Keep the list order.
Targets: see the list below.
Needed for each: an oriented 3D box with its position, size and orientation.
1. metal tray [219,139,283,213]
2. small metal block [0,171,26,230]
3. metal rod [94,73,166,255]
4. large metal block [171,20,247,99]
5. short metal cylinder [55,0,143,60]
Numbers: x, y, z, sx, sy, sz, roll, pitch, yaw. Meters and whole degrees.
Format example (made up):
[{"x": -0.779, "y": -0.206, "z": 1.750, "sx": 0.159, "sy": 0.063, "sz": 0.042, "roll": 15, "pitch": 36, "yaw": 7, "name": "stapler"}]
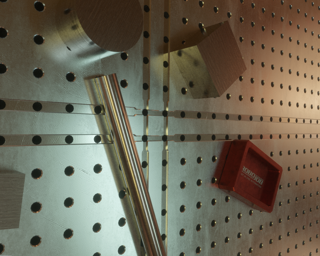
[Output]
[{"x": 0.164, "y": 0.087, "z": 0.546, "sx": 0.130, "sy": 0.030, "sz": 0.090, "roll": 33, "pitch": 69, "yaw": -35, "name": "metal tray"}, {"x": -0.155, "y": 0.065, "z": 0.280, "sx": 0.050, "sy": 0.025, "sz": 0.050, "roll": 9, "pitch": 85, "yaw": -40, "name": "small metal block"}, {"x": -0.027, "y": 0.081, "z": 0.388, "sx": 0.025, "sy": 0.025, "sz": 0.298, "roll": -24, "pitch": 105, "yaw": -38, "name": "metal rod"}, {"x": 0.074, "y": -0.099, "z": 0.458, "sx": 0.080, "sy": 0.050, "sz": 0.080, "roll": -44, "pitch": 117, "yaw": -31, "name": "large metal block"}, {"x": -0.066, "y": -0.119, "z": 0.339, "sx": 0.081, "sy": 0.050, "sz": 0.079, "roll": 0, "pitch": 90, "yaw": -40, "name": "short metal cylinder"}]
